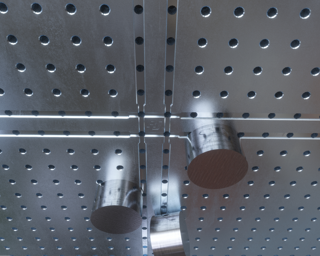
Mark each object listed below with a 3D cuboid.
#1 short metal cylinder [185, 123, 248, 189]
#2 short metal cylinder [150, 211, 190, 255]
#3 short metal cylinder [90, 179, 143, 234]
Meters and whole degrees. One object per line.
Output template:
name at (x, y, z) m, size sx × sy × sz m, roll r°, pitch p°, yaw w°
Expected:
short metal cylinder at (0.077, 0.040, 0.431) m, size 0.081 × 0.050 × 0.079 m, roll -1°, pitch 130°, yaw 0°
short metal cylinder at (0.019, 0.189, 0.537) m, size 0.050 × 0.080 × 0.080 m, roll -13°, pitch 129°, yaw 10°
short metal cylinder at (-0.068, 0.129, 0.504) m, size 0.081 × 0.050 × 0.079 m, roll 0°, pitch 130°, yaw 0°
